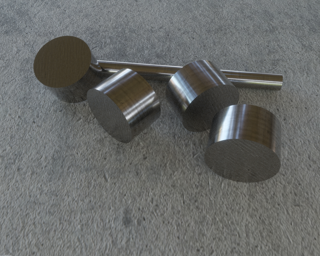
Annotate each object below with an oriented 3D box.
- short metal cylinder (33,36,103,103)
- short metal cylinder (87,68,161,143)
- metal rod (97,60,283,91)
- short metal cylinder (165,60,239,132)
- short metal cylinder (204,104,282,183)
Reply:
[{"bbox_3d":[-0.128,-0.082,0.438,0.080,0.050,0.080,-2,70,7],"label":"short metal cylinder"},{"bbox_3d":[-0.046,-0.028,0.390,0.080,0.080,0.050,35,58,25],"label":"short metal cylinder"},{"bbox_3d":[0.029,-0.082,0.471,0.302,0.025,0.025,5,50,4],"label":"metal rod"},{"bbox_3d":[0.054,-0.040,0.402,0.081,0.080,0.050,-19,53,-15],"label":"short metal cylinder"},{"bbox_3d":[0.095,0.019,0.352,0.080,0.080,0.050,12,51,9],"label":"short metal cylinder"}]
